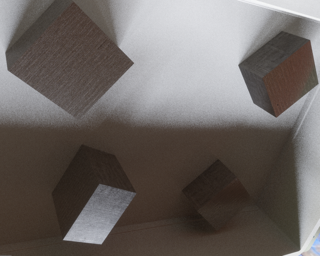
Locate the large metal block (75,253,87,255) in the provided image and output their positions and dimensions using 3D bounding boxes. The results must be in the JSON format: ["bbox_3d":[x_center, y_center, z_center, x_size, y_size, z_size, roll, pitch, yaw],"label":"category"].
[{"bbox_3d":[-0.139,0.240,0.449,0.081,0.080,0.050,-4,120,-27],"label":"large metal block"}]

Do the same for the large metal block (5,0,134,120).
[{"bbox_3d":[-0.087,-0.068,0.303,0.080,0.050,0.080,-46,130,3],"label":"large metal block"}]

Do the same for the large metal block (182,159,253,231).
[{"bbox_3d":[0.097,0.112,0.518,0.080,0.050,0.080,-41,130,-1],"label":"large metal block"}]

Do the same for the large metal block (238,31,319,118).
[{"bbox_3d":[0.170,-0.076,0.441,0.080,0.050,0.080,-39,130,-3],"label":"large metal block"}]

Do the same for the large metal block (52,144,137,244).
[{"bbox_3d":[-0.084,0.080,0.378,0.050,0.080,0.080,25,105,-37],"label":"large metal block"}]
